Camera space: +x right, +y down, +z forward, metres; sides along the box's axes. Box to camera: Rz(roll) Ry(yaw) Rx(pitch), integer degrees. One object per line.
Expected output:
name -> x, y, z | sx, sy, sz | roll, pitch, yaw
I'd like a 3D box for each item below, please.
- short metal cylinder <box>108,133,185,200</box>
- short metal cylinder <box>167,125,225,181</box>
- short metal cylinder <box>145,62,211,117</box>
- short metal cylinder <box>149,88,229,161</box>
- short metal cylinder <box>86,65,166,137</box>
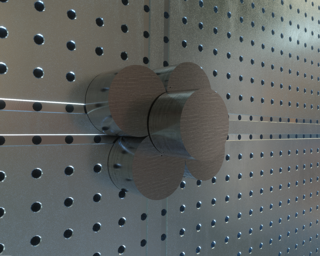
short metal cylinder -> -0.016, 0.044, 0.381 | 0.081, 0.050, 0.079 | 0, 90, -40
short metal cylinder -> 0.045, 0.030, 0.432 | 0.081, 0.050, 0.079 | 0, 90, -40
short metal cylinder -> 0.023, -0.044, 0.413 | 0.081, 0.050, 0.079 | 0, 90, -40
short metal cylinder -> 0.034, -0.004, 0.356 | 0.081, 0.050, 0.079 | -2, 93, -41
short metal cylinder -> -0.038, -0.030, 0.361 | 0.081, 0.050, 0.079 | 0, 90, -40
